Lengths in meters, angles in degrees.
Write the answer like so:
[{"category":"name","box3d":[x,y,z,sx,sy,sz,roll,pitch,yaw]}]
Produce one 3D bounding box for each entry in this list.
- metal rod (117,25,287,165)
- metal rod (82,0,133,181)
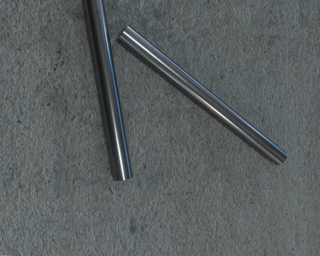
[{"category":"metal rod","box3d":[0.070,-0.037,0.435,0.301,0.025,0.025,36,78,-17]},{"category":"metal rod","box3d":[-0.070,-0.083,0.383,0.025,0.025,0.298,-10,94,-20]}]
